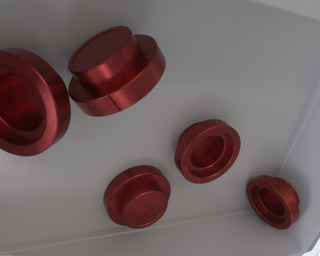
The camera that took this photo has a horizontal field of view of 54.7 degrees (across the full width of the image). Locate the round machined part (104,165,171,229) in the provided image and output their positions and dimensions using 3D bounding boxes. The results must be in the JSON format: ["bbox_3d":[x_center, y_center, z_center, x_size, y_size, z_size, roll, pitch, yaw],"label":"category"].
[{"bbox_3d":[-0.028,0.106,0.448,0.099,0.042,0.097,-14,124,-21],"label":"round machined part"}]

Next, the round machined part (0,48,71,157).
[{"bbox_3d":[-0.126,-0.026,0.291,0.098,0.042,0.097,7,114,16],"label":"round machined part"}]

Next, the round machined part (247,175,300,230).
[{"bbox_3d":[0.207,0.127,0.554,0.042,0.098,0.097,-26,129,-25],"label":"round machined part"}]

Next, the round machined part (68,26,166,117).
[{"bbox_3d":[-0.048,-0.060,0.298,0.098,0.098,0.042,-36,129,-4],"label":"round machined part"}]

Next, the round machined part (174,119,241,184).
[{"bbox_3d":[0.064,0.030,0.451,0.099,0.042,0.097,-14,124,-21],"label":"round machined part"}]
